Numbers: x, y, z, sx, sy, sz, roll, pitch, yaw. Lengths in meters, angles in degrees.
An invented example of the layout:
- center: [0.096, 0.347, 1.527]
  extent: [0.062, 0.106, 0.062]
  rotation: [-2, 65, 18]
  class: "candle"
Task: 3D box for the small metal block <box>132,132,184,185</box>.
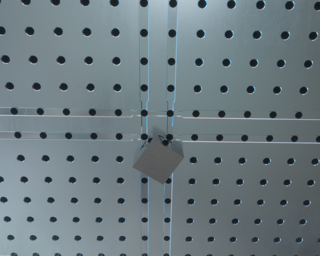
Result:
- center: [-0.002, 0.042, 0.429]
  extent: [0.050, 0.025, 0.050]
  rotation: [32, 107, -11]
  class: "small metal block"
